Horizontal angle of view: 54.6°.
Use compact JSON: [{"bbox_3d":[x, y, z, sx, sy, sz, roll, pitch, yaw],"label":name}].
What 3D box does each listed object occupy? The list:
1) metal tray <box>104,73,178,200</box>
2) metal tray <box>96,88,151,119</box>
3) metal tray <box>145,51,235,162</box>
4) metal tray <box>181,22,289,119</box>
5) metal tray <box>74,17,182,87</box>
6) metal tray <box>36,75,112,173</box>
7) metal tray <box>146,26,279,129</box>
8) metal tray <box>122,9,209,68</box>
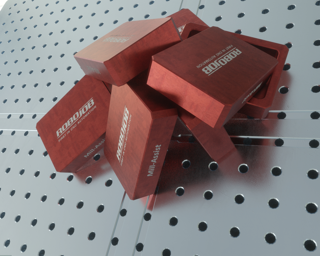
[{"bbox_3d":[-0.029,0.008,0.360,0.030,0.129,0.090,-11,44,-31],"label":"metal tray"},{"bbox_3d":[-0.067,-0.051,0.472,0.130,0.030,0.090,-43,51,-2],"label":"metal tray"},{"bbox_3d":[0.028,-0.028,0.370,0.030,0.090,0.130,-39,50,3],"label":"metal tray"},{"bbox_3d":[0.079,-0.073,0.381,0.130,0.030,0.090,19,70,14],"label":"metal tray"},{"bbox_3d":[-0.044,-0.095,0.374,0.090,0.030,0.130,-38,29,-15],"label":"metal tray"},{"bbox_3d":[-0.110,-0.009,0.440,0.130,0.030,0.090,-41,66,15],"label":"metal tray"},{"bbox_3d":[0.060,-0.061,0.331,0.090,0.030,0.131,35,45,18],"label":"metal tray"},{"bbox_3d":[0.007,-0.117,0.450,0.131,0.030,0.090,-28,53,-8],"label":"metal tray"}]
